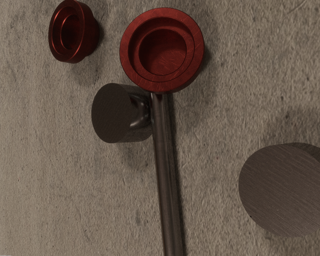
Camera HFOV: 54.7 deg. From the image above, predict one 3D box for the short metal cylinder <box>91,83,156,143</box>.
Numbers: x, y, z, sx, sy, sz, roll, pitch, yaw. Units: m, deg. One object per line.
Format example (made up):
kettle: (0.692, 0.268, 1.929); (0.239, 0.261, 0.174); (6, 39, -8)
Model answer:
short metal cylinder: (-0.049, -0.020, 0.427); (0.080, 0.050, 0.079); (0, 90, 39)

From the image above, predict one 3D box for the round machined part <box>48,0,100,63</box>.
round machined part: (-0.136, -0.153, 0.503); (0.098, 0.042, 0.097); (0, 90, 39)

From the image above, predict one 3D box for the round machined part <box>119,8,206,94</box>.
round machined part: (0.005, -0.088, 0.371); (0.098, 0.042, 0.097); (-1, 86, 11)

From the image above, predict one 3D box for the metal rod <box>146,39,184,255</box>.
metal rod: (0.004, 0.019, 0.399); (0.025, 0.025, 0.298); (-9, 84, 39)

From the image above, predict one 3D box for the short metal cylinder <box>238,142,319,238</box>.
short metal cylinder: (0.121, 0.054, 0.288); (0.080, 0.050, 0.079); (0, 90, 39)
